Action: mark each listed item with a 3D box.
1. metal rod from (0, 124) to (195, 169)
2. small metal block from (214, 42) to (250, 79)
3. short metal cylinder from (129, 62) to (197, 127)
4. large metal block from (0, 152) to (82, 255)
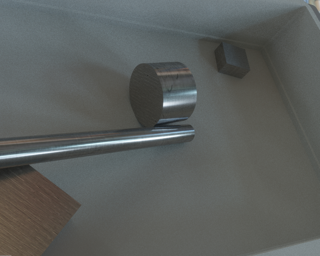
[{"bbox_3d":[-0.068,0.016,0.317,0.302,0.025,0.025,-5,64,-45],"label":"metal rod"},{"bbox_3d":[0.128,-0.120,0.550,0.050,0.025,0.050,11,57,-23],"label":"small metal block"},{"bbox_3d":[0.002,-0.044,0.400,0.050,0.080,0.080,-11,67,-33],"label":"short metal cylinder"},{"bbox_3d":[-0.131,0.081,0.270,0.080,0.050,0.080,39,51,-3],"label":"large metal block"}]
